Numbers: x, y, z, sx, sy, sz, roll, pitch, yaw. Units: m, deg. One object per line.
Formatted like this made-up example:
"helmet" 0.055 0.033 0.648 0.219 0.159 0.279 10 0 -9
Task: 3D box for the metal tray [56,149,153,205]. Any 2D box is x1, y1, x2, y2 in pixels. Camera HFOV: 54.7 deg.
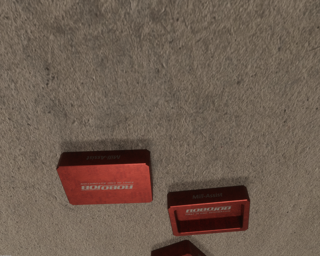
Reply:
"metal tray" -0.078 0.076 0.468 0.131 0.030 0.089 -2 130 1

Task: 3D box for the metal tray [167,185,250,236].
"metal tray" 0.082 0.143 0.526 0.131 0.030 0.089 -6 130 5

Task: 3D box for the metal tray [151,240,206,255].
"metal tray" 0.052 0.288 0.650 0.090 0.030 0.130 -26 126 20
